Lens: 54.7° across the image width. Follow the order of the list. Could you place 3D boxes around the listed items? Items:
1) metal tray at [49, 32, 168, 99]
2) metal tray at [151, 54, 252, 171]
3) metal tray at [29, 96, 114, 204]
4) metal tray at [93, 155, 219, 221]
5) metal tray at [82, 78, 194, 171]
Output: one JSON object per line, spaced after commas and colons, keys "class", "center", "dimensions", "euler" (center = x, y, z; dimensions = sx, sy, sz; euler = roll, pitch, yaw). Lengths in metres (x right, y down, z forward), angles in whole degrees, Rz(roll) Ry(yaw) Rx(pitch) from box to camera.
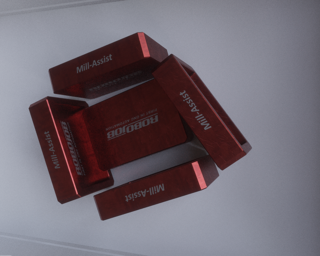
{"class": "metal tray", "center": [-0.060, -0.073, 0.394], "dimensions": [0.130, 0.090, 0.030], "euler": [-17, 85, 19]}
{"class": "metal tray", "center": [0.051, -0.018, 0.356], "dimensions": [0.030, 0.090, 0.130], "euler": [-38, 78, 17]}
{"class": "metal tray", "center": [-0.114, 0.026, 0.412], "dimensions": [0.030, 0.090, 0.129], "euler": [-22, 83, 18]}
{"class": "metal tray", "center": [-0.001, 0.069, 0.373], "dimensions": [0.130, 0.090, 0.030], "euler": [-21, 83, 18]}
{"class": "metal tray", "center": [-0.032, -0.004, 0.415], "dimensions": [0.130, 0.030, 0.090], "euler": [-21, 83, 18]}
